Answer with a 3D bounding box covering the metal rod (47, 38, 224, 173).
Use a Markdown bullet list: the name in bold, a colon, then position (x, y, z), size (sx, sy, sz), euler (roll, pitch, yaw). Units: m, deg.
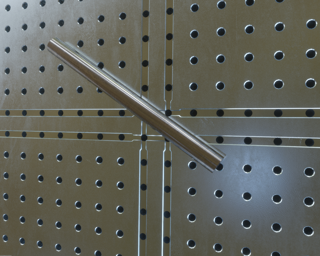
- **metal rod**: position (-0.044, -0.039, 0.426), size (0.300, 0.025, 0.025), euler (36, 102, 16)
